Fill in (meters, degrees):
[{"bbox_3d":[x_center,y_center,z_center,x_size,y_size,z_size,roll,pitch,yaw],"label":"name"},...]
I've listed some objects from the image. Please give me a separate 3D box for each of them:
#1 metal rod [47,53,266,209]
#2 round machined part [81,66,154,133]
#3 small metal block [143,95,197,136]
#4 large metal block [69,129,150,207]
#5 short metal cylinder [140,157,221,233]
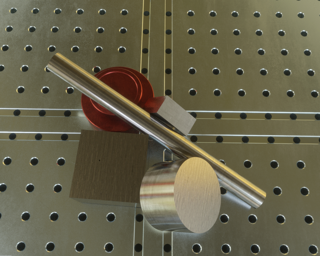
[{"bbox_3d":[-0.002,0.004,0.376,0.301,0.025,0.025,34,73,-2],"label":"metal rod"},{"bbox_3d":[-0.057,-0.041,0.417,0.099,0.042,0.098,0,70,-1],"label":"round machined part"},{"bbox_3d":[0.009,-0.015,0.394,0.050,0.050,0.025,38,74,-24],"label":"small metal block"},{"bbox_3d":[-0.057,0.051,0.377,0.081,0.050,0.080,5,70,1],"label":"large metal block"},{"bbox_3d":[0.024,0.075,0.348,0.081,0.050,0.080,15,69,-43],"label":"short metal cylinder"}]
